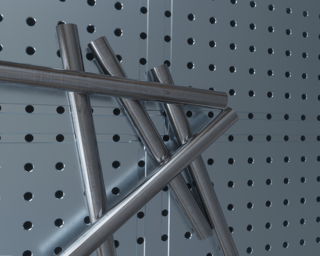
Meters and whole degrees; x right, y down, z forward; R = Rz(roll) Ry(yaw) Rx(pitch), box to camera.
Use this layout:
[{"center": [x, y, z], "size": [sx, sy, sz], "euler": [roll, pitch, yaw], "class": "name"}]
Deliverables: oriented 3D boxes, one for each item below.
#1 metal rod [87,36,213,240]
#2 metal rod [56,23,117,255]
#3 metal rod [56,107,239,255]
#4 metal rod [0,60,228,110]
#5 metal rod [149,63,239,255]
[{"center": [-0.008, 0.021, 0.410], "size": [0.025, 0.025, 0.299], "euler": [-32, 101, -17], "class": "metal rod"}, {"center": [-0.089, 0.025, 0.380], "size": [0.025, 0.025, 0.298], "euler": [-10, 94, -20], "class": "metal rod"}, {"center": [-0.013, 0.074, 0.382], "size": [0.301, 0.025, 0.025], "euler": [-40, 103, -16], "class": "metal rod"}, {"center": [-0.056, -0.049, 0.366], "size": [0.302, 0.025, 0.025], "euler": [5, 88, -20], "class": "metal rod"}, {"center": [0.051, 0.056, 0.433], "size": [0.025, 0.025, 0.298], "euler": [-24, 98, -19], "class": "metal rod"}]
